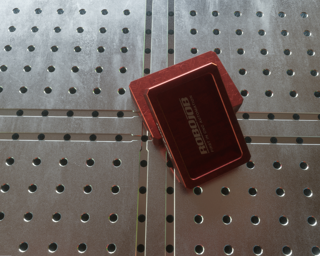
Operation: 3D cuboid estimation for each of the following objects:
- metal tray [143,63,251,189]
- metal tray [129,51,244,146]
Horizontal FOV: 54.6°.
[{"bbox_3d":[0.046,-0.003,0.380,0.090,0.030,0.129,-24,99,-8],"label":"metal tray"},{"bbox_3d":[0.034,-0.042,0.425,0.131,0.030,0.090,-23,72,-8],"label":"metal tray"}]
